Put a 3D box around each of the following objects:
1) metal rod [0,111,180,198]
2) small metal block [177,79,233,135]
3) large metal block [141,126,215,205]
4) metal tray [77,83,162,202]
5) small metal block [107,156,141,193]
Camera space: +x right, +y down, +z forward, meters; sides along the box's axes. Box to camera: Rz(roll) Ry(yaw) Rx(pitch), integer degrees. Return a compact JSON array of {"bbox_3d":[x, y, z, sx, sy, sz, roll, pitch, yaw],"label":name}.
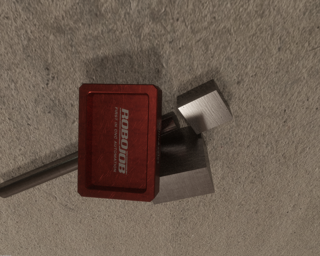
[{"bbox_3d":[-0.113,0.044,0.442,0.300,0.025,0.025,-22,127,17],"label":"metal rod"},{"bbox_3d":[0.056,-0.026,0.386,0.050,0.025,0.050,-25,126,19],"label":"small metal block"},{"bbox_3d":[0.023,0.047,0.412,0.080,0.080,0.050,-14,129,10],"label":"large metal block"},{"bbox_3d":[-0.046,0.015,0.359,0.090,0.030,0.129,2,93,10],"label":"metal tray"},{"bbox_3d":[-0.043,0.063,0.433,0.050,0.050,0.025,1,152,18],"label":"small metal block"}]
